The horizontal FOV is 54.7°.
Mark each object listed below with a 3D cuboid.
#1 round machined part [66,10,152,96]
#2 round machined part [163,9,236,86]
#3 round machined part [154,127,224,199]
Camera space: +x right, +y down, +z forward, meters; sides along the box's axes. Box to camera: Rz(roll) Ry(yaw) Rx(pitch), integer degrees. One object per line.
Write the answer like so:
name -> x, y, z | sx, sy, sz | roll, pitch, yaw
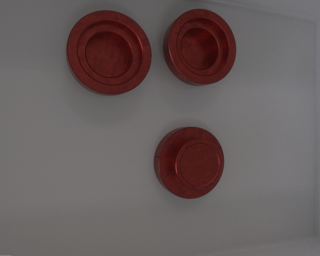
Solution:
round machined part -> -0.063, -0.088, 0.378 | 0.099, 0.042, 0.097 | 0, 90, -20
round machined part -> 0.050, -0.105, 0.419 | 0.099, 0.042, 0.097 | 0, 90, -20
round machined part -> 0.045, 0.047, 0.418 | 0.099, 0.042, 0.097 | 0, 90, -20
